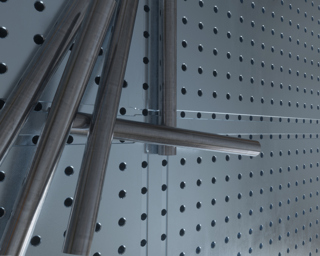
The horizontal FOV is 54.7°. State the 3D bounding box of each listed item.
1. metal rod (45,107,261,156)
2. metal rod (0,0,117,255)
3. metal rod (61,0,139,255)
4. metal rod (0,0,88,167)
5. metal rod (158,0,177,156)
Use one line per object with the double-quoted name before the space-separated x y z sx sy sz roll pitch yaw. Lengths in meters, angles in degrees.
"metal rod" 0.014 0.011 0.391 0.302 0.025 0.025 9 84 -30
"metal rod" -0.103 0.014 0.294 0.025 0.025 0.299 22 85 -38
"metal rod" -0.055 -0.027 0.326 0.025 0.025 0.299 25 63 -38
"metal rod" -0.105 -0.090 0.321 0.025 0.025 0.300 36 68 -35
"metal rod" 0.010 -0.113 0.419 0.025 0.025 0.298 0 90 -40
